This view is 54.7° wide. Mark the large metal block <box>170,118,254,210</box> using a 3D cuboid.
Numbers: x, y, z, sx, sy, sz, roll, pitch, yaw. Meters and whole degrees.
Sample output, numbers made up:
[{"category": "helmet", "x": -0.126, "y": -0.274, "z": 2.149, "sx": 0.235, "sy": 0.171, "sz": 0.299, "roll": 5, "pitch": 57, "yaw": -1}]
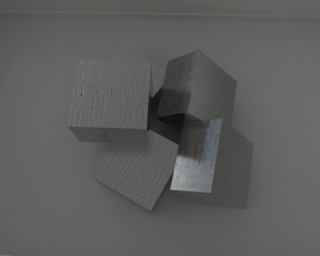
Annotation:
[{"category": "large metal block", "x": 0.063, "y": 0.043, "z": 0.357, "sx": 0.050, "sy": 0.080, "sz": 0.080, "roll": -5, "pitch": 64, "yaw": 40}]

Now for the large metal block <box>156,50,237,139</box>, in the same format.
[{"category": "large metal block", "x": 0.048, "y": -0.036, "z": 0.386, "sx": 0.080, "sy": 0.050, "sz": 0.080, "roll": 28, "pitch": 64, "yaw": -38}]

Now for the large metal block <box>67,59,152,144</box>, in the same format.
[{"category": "large metal block", "x": -0.051, "y": -0.028, "z": 0.350, "sx": 0.081, "sy": 0.050, "sz": 0.080, "roll": 2, "pitch": 69, "yaw": 1}]

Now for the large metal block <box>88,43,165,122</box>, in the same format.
[{"category": "large metal block", "x": -0.042, "y": -0.052, "z": 0.414, "sx": 0.080, "sy": 0.050, "sz": 0.080, "roll": 34, "pitch": 73, "yaw": 11}]

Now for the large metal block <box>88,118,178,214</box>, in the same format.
[{"category": "large metal block", "x": -0.025, "y": 0.046, "z": 0.374, "sx": 0.080, "sy": 0.050, "sz": 0.080, "roll": 28, "pitch": 72, "yaw": 9}]
